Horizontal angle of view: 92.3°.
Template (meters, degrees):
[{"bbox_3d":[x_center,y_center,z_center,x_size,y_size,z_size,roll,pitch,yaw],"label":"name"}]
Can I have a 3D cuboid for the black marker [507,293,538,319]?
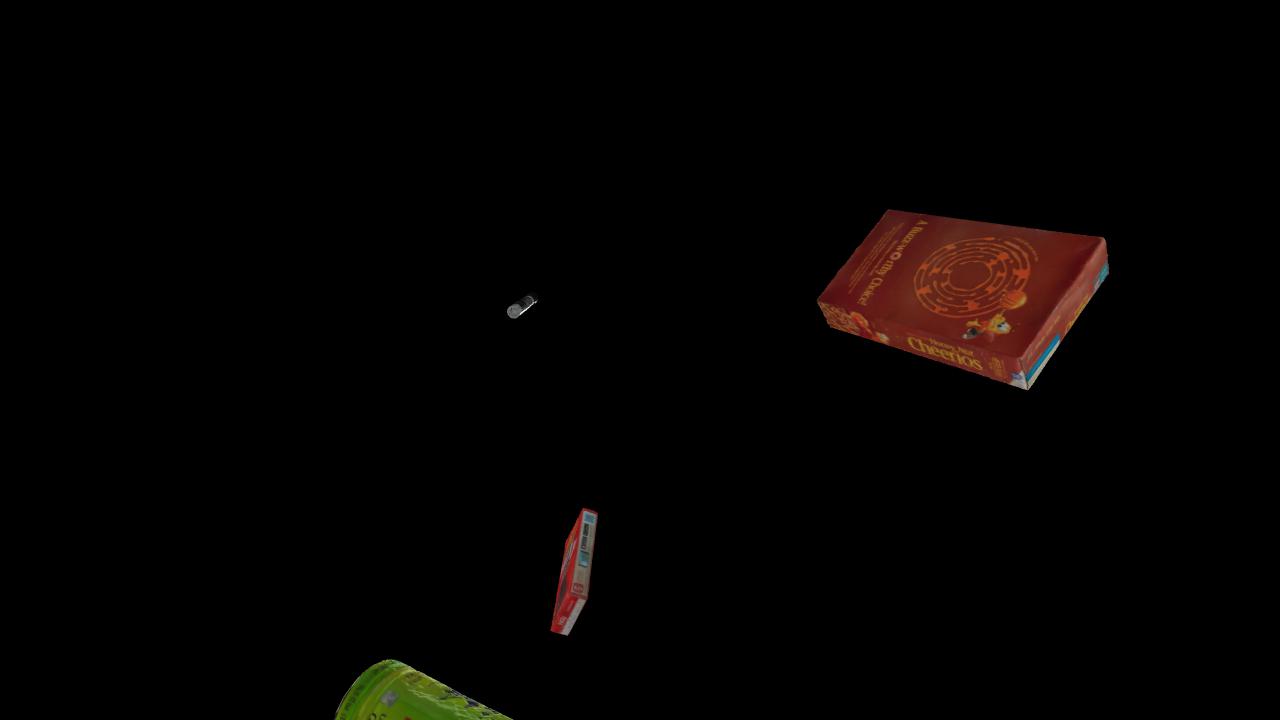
[{"bbox_3d":[-0.175,-0.084,0.925,0.020,0.020,0.121,0,16,4],"label":"black marker"}]

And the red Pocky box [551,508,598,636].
[{"bbox_3d":[-0.089,0.288,0.850,0.028,0.083,0.155,19,29,-9],"label":"red Pocky box"}]

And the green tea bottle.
[{"bbox_3d":[-0.113,0.280,0.425,0.212,0.073,0.073,12,5,22],"label":"green tea bottle"}]

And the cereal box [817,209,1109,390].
[{"bbox_3d":[0.434,-0.099,0.861,0.306,0.203,0.081,27,-17,48],"label":"cereal box"}]
